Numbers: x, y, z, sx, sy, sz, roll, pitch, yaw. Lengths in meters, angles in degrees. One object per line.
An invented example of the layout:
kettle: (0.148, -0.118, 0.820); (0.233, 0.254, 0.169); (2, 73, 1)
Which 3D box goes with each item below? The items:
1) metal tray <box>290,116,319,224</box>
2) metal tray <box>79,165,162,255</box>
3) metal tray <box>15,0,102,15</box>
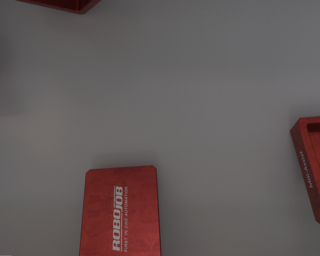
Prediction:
metal tray: (0.226, 0.047, 0.382); (0.091, 0.030, 0.130); (-4, 63, 0)
metal tray: (-0.046, 0.112, 0.375); (0.091, 0.030, 0.130); (-3, 57, -1)
metal tray: (-0.105, -0.168, 0.343); (0.091, 0.130, 0.030); (1, 90, -34)
